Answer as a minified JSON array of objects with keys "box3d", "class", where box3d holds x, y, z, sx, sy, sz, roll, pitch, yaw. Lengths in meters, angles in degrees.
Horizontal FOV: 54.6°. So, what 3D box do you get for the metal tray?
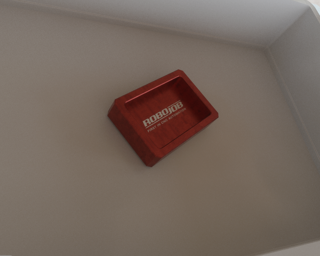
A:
[{"box3d":[0.008,-0.018,0.413,0.131,0.030,0.090,-32,80,-38],"class":"metal tray"}]
